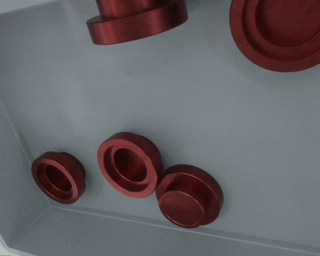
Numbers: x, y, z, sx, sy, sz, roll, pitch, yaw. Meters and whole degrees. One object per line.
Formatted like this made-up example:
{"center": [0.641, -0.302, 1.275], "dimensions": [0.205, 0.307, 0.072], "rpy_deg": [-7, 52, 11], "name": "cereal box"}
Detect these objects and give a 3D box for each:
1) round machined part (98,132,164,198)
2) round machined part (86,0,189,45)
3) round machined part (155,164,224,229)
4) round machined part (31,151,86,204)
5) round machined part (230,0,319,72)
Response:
{"center": [-0.037, 0.048, 0.444], "dimensions": [0.098, 0.042, 0.097], "rpy_deg": [14, 123, 24], "name": "round machined part"}
{"center": [-0.025, -0.117, 0.302], "dimensions": [0.098, 0.098, 0.042], "rpy_deg": [0, 120, 28], "name": "round machined part"}
{"center": [0.037, 0.104, 0.442], "dimensions": [0.098, 0.042, 0.097], "rpy_deg": [13, 124, 21], "name": "round machined part"}
{"center": [-0.169, 0.081, 0.537], "dimensions": [0.098, 0.042, 0.097], "rpy_deg": [13, 124, 21], "name": "round machined part"}
{"center": [0.115, -0.102, 0.273], "dimensions": [0.098, 0.042, 0.097], "rpy_deg": [13, 124, 21], "name": "round machined part"}
